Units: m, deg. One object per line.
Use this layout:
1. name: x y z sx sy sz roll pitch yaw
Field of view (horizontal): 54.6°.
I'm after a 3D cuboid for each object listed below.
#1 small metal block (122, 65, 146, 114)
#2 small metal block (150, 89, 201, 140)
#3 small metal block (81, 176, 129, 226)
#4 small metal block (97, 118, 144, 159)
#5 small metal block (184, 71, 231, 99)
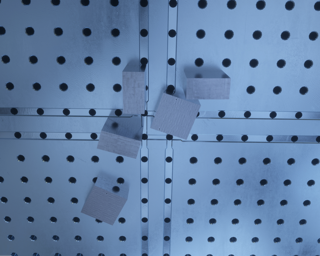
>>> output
1. small metal block: -0.030 -0.049 0.382 0.025 0.050 0.050 1 110 0
2. small metal block: 0.020 -0.018 0.407 0.050 0.025 0.050 18 109 -7
3. small metal block: -0.080 0.106 0.452 0.050 0.025 0.050 26 108 -9
4. small metal block: -0.050 0.012 0.404 0.050 0.050 0.025 16 109 -6
5. small metal block: 0.056 -0.054 0.381 0.050 0.050 0.025 0 110 0
